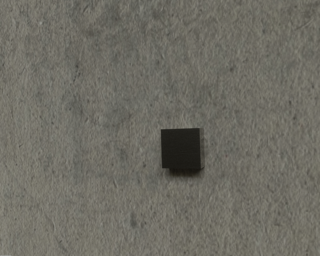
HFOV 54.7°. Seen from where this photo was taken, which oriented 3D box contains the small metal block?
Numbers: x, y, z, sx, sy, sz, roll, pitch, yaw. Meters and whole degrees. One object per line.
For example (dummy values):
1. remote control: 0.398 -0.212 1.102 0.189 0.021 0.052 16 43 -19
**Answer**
1. small metal block: 0.030 0.026 0.398 0.050 0.025 0.050 -2 89 19
